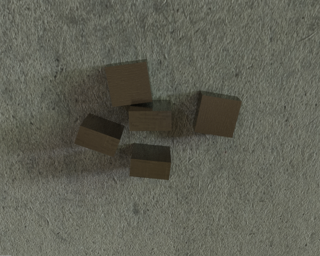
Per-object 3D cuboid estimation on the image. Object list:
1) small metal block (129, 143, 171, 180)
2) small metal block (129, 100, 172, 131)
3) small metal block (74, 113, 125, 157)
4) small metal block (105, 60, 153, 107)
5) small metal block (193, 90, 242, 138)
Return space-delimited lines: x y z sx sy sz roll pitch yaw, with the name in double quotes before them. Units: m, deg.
"small metal block" -0.012 0.044 0.412 0.050 0.050 0.025 6 110 -3
"small metal block" -0.011 -0.017 0.390 0.050 0.050 0.025 -1 110 0
"small metal block" -0.076 0.008 0.399 0.050 0.050 0.025 20 109 -8
"small metal block" -0.038 -0.057 0.388 0.050 0.025 0.050 -7 110 2
"small metal block" 0.073 -0.018 0.404 0.050 0.025 0.050 9 110 -4
